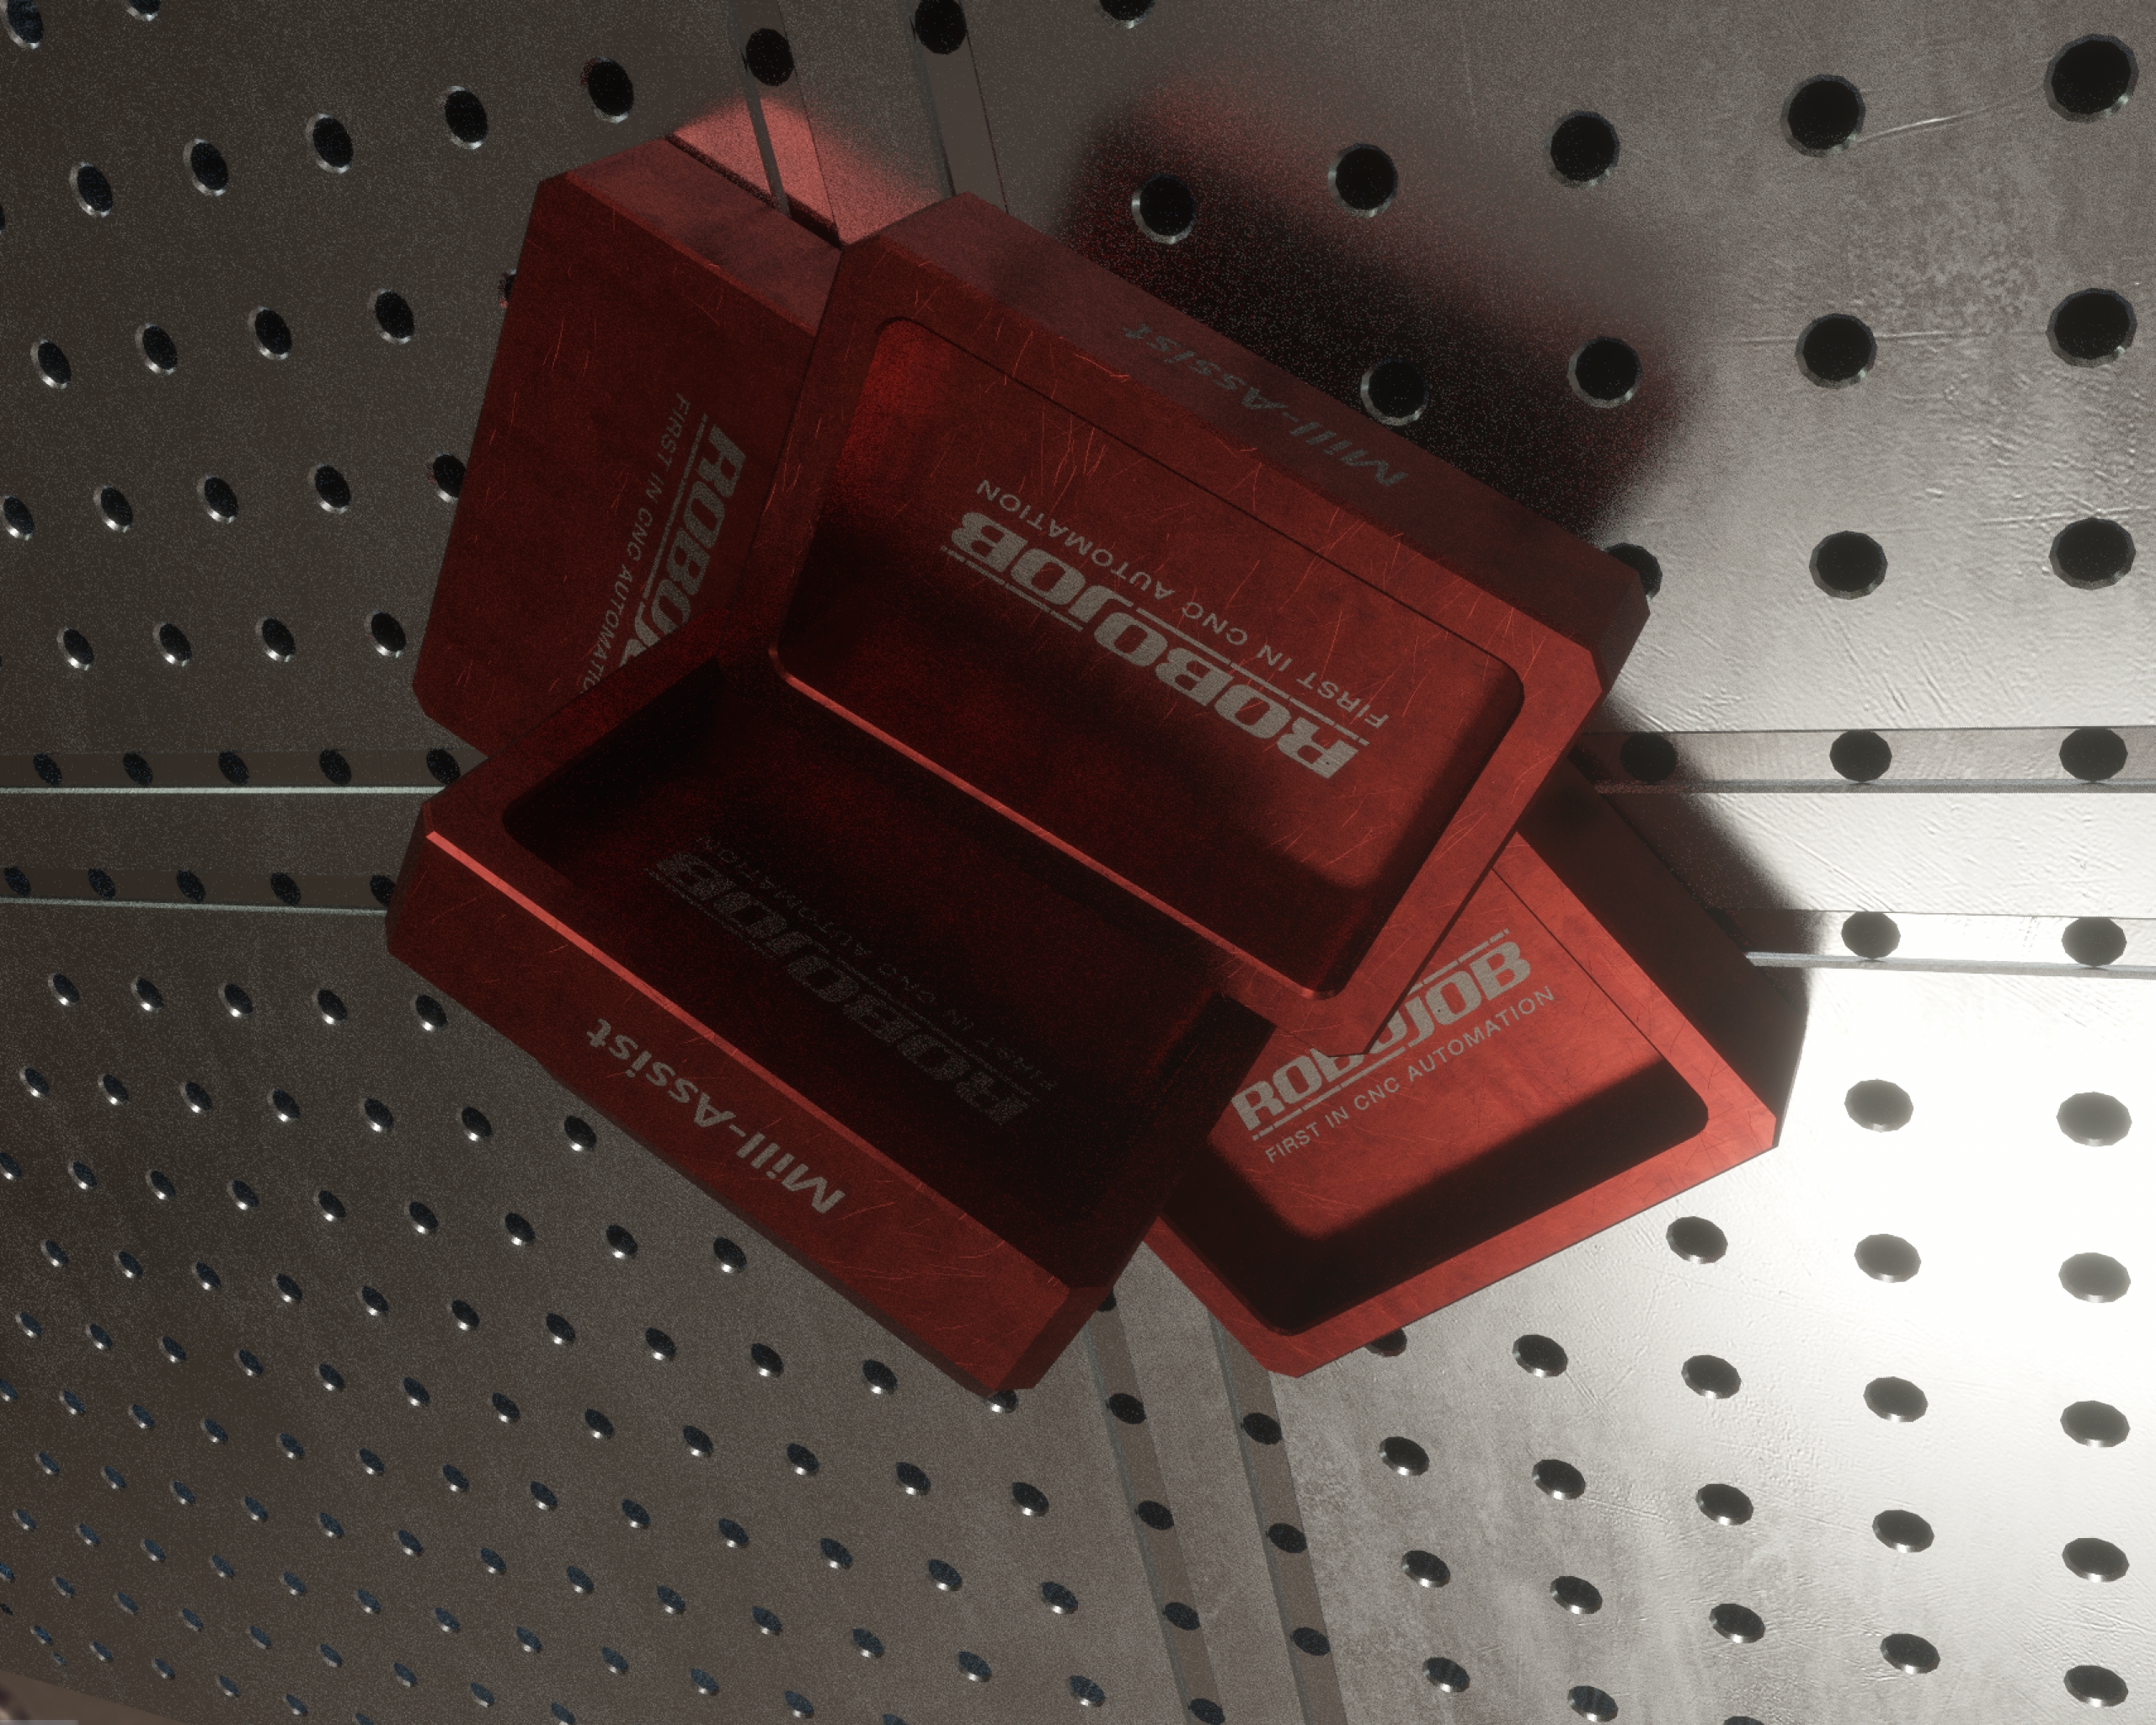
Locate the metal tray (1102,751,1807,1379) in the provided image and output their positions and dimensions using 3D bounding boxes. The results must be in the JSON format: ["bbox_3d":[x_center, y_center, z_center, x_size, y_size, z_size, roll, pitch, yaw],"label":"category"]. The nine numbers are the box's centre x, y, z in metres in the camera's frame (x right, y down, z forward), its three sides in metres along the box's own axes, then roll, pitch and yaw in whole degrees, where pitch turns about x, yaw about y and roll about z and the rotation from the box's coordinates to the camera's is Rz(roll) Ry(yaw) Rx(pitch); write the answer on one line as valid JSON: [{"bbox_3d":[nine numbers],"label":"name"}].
[{"bbox_3d":[0.057,0.038,0.398,0.090,0.030,0.129,47,129,-6],"label":"metal tray"}]

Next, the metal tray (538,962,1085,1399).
[{"bbox_3d":[-0.056,0.058,0.447,0.130,0.030,0.090,36,154,3],"label":"metal tray"}]

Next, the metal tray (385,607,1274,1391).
[{"bbox_3d":[-0.038,0.018,0.359,0.130,0.090,0.030,35,129,4],"label":"metal tray"}]

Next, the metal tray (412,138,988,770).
[{"bbox_3d":[-0.073,-0.060,0.407,0.090,0.030,0.129,33,129,5],"label":"metal tray"}]

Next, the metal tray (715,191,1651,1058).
[{"bbox_3d":[0.012,-0.037,0.338,0.130,0.030,0.089,31,128,7],"label":"metal tray"}]
